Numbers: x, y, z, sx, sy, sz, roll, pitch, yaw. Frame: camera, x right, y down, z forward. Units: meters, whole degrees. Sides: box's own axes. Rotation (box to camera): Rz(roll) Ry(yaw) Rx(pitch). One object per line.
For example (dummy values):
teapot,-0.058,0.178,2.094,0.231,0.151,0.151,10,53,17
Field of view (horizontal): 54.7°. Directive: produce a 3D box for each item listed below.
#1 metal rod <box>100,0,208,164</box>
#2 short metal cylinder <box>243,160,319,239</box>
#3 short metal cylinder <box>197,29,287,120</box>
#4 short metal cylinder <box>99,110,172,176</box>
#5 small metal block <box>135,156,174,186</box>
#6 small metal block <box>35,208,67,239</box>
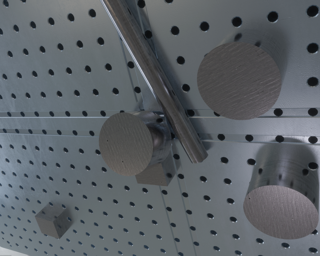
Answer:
metal rod,-0.020,-0.086,0.368,0.025,0.025,0.299,-19,109,35
short metal cylinder,0.146,0.085,0.371,0.080,0.050,0.079,13,124,21
short metal cylinder,0.084,-0.055,0.317,0.080,0.050,0.079,13,124,21
short metal cylinder,-0.032,0.018,0.405,0.080,0.050,0.079,3,97,27
small metal block,-0.012,0.055,0.452,0.050,0.025,0.050,0,119,28
small metal block,-0.231,0.203,0.659,0.050,0.025,0.050,7,122,24
